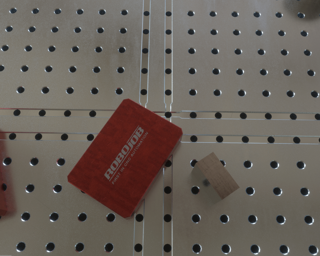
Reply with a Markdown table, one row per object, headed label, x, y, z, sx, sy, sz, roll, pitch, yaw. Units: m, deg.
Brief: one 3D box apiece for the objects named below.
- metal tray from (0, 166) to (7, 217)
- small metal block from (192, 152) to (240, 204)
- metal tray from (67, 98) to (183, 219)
| label | x | y | z | sx | sy | sz | roll | pitch | yaw |
| --- | --- | --- | --- | --- | --- | --- | --- | --- | --- |
| metal tray | -0.251 | 0.057 | 0.385 | 0.091 | 0.030 | 0.130 | -17 | 71 | -7 |
| small metal block | 0.066 | 0.062 | 0.377 | 0.025 | 0.050 | 0.050 | -32 | 73 | -11 |
| metal tray | -0.041 | 0.037 | 0.395 | 0.090 | 0.030 | 0.130 | 30 | 72 | 10 |
